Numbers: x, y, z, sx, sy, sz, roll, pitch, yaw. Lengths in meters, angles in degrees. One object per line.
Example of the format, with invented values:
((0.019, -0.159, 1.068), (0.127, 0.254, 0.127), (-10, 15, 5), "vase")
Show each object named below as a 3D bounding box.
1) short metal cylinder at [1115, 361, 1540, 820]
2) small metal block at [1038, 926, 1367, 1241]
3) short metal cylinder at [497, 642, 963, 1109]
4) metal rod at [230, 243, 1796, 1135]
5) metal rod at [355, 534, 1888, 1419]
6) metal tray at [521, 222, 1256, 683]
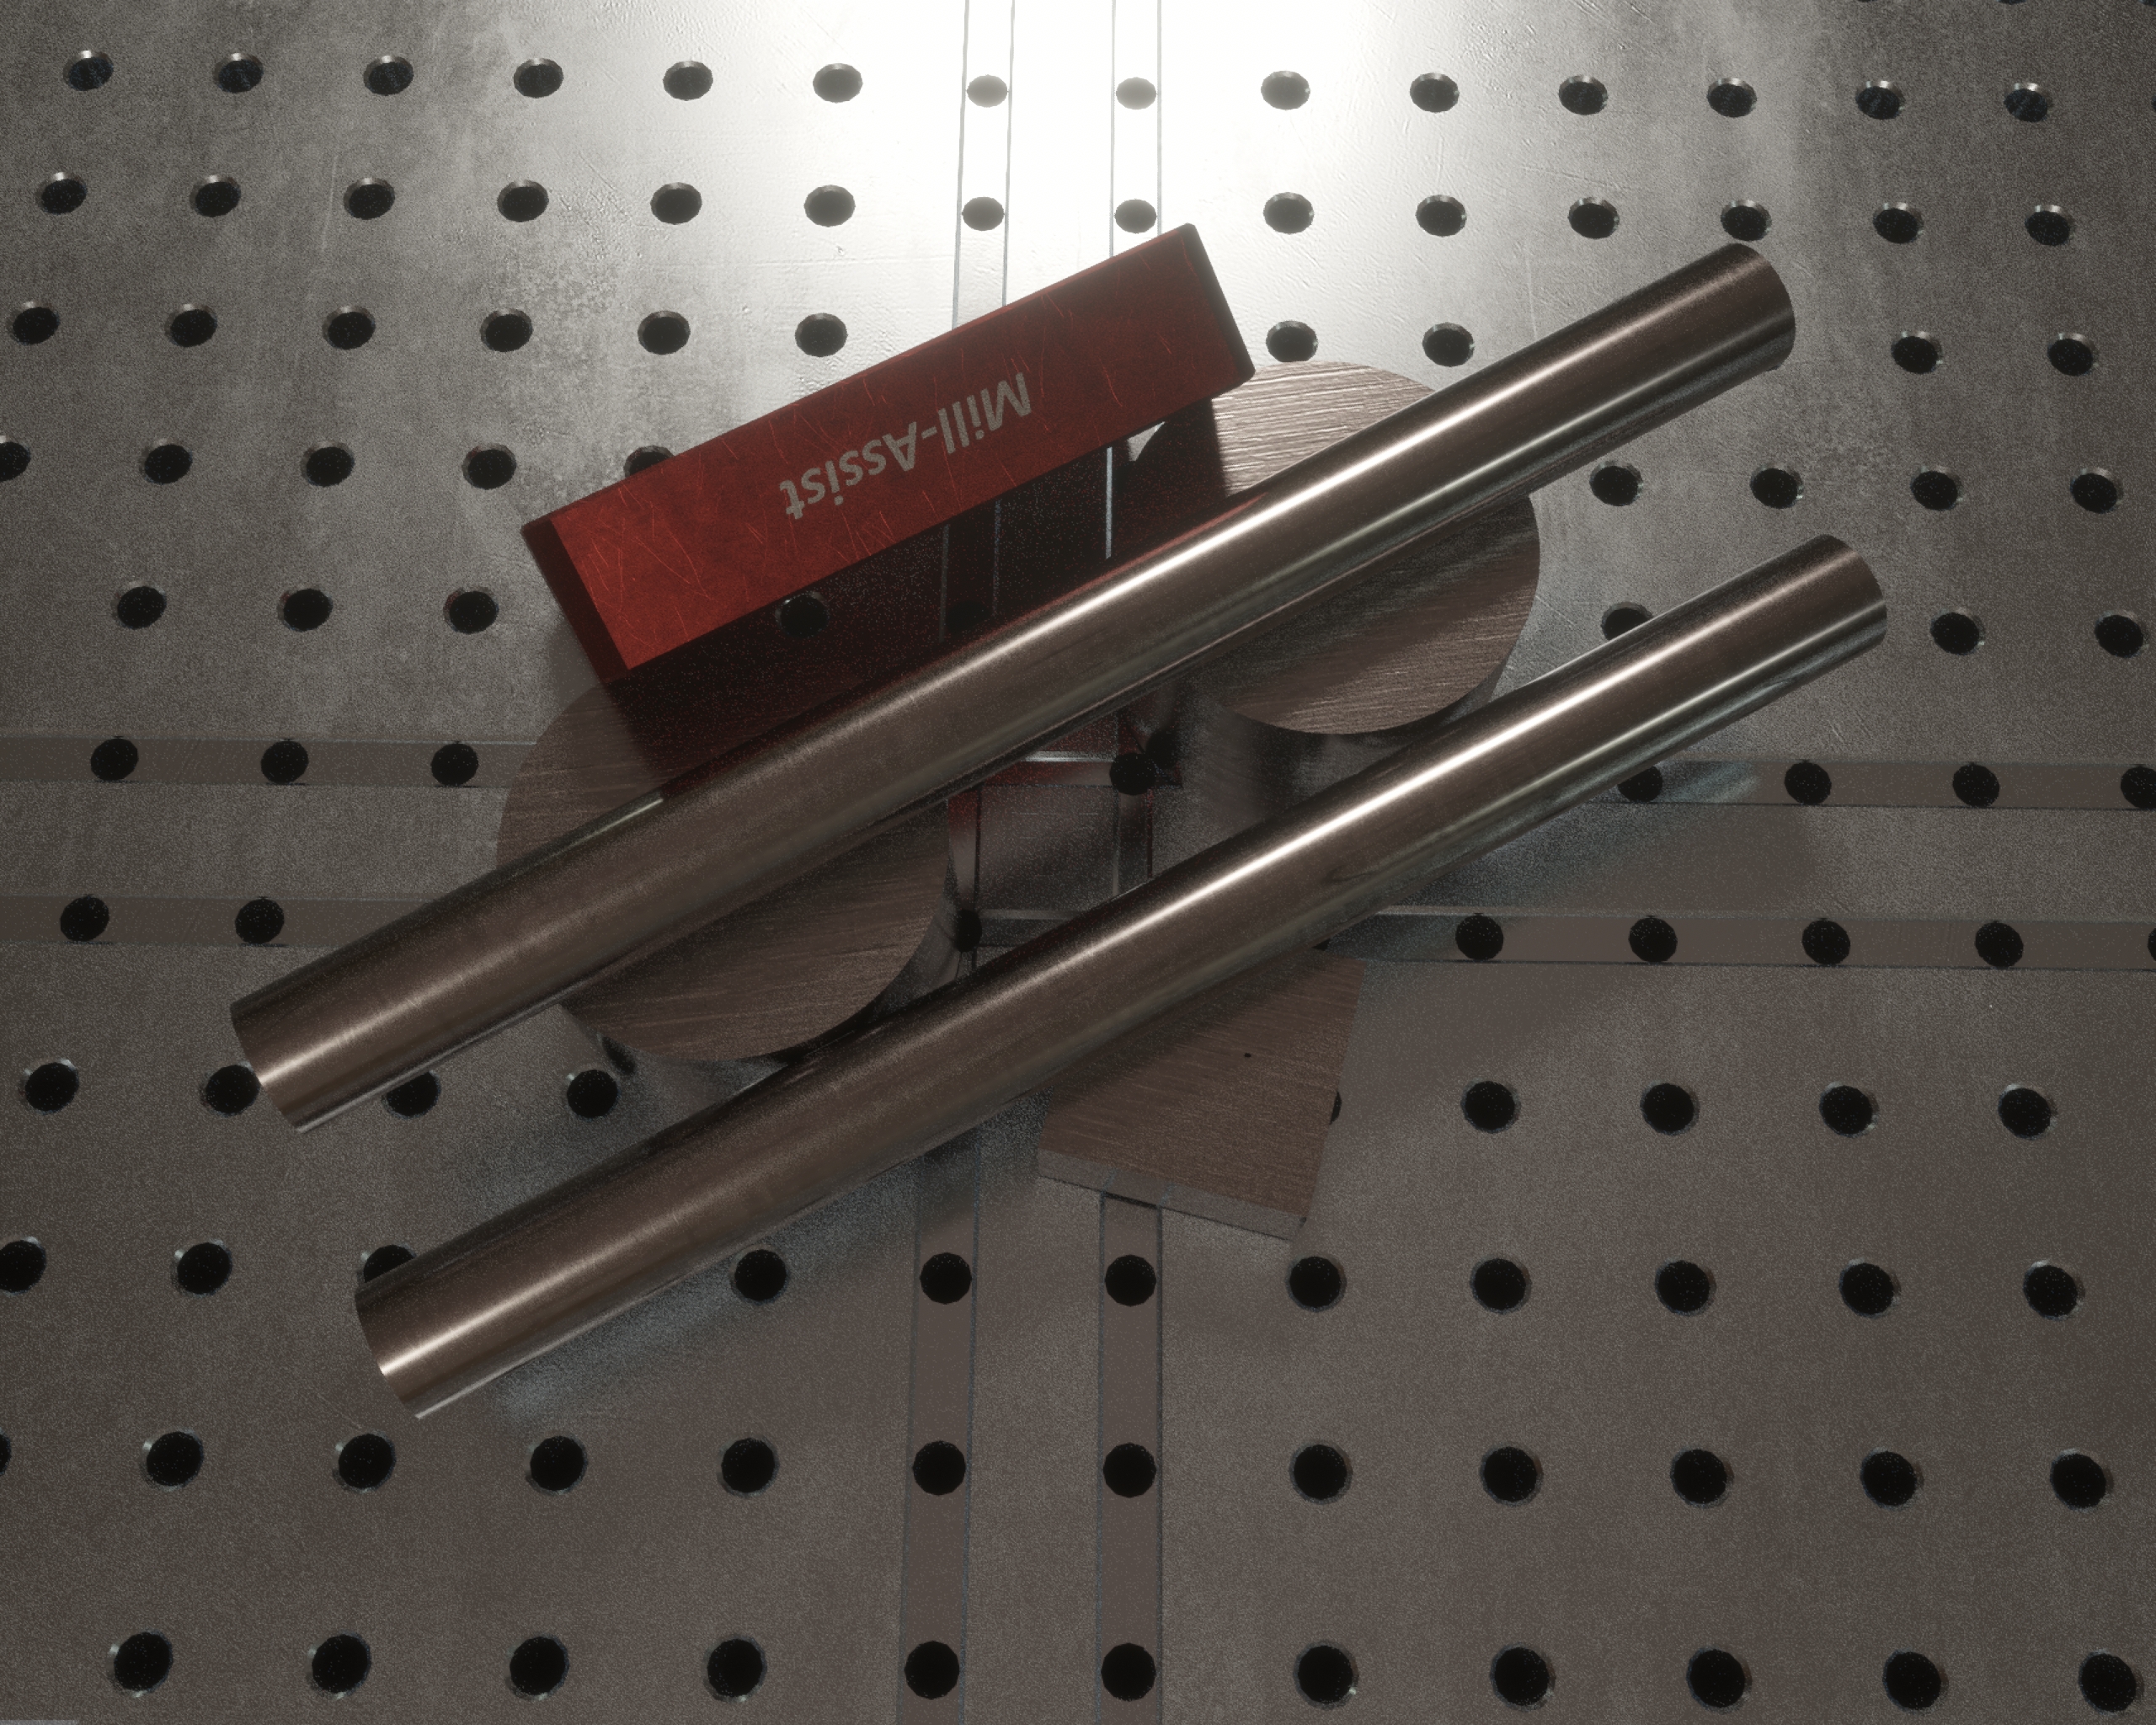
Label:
((0.047, -0.053, 0.419), (0.081, 0.050, 0.080), (0, 70, 0), "short metal cylinder")
((0.023, 0.039, 0.397), (0.050, 0.025, 0.050), (14, 71, 4), "small metal block")
((-0.063, 0.005, 0.396), (0.081, 0.050, 0.080), (0, 70, 0), "short metal cylinder")
((-0.002, -0.036, 0.371), (0.302, 0.025, 0.025), (-28, 73, -10), "metal rod")
((0.016, 0.015, 0.379), (0.302, 0.025, 0.025), (-27, 73, -10), "metal rod")
((-0.041, -0.079, 0.404), (0.131, 0.090, 0.030), (-27, 105, -10), "metal tray")
